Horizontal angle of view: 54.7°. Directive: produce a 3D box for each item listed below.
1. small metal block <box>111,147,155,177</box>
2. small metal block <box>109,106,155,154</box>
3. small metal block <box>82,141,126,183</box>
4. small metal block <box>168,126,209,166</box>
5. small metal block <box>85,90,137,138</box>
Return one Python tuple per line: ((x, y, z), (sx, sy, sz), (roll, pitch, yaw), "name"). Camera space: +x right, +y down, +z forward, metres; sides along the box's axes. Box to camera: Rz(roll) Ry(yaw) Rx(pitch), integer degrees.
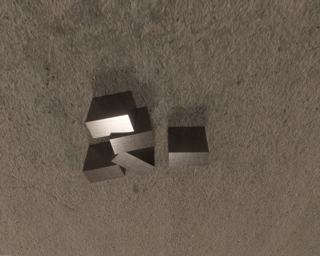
((-0.035, 0.030, 0.415), (0.050, 0.050, 0.025), (31, 123, -25), "small metal block")
((-0.036, 0.002, 0.388), (0.050, 0.050, 0.025), (-12, 130, -2), "small metal block")
((-0.074, 0.045, 0.428), (0.050, 0.050, 0.025), (-12, 130, 10), "small metal block")
((0.036, 0.024, 0.412), (0.050, 0.050, 0.025), (-1, 130, 0), "small metal block")
((-0.058, -0.017, 0.375), (0.050, 0.050, 0.025), (-10, 129, 8), "small metal block")
